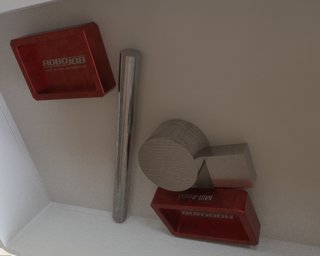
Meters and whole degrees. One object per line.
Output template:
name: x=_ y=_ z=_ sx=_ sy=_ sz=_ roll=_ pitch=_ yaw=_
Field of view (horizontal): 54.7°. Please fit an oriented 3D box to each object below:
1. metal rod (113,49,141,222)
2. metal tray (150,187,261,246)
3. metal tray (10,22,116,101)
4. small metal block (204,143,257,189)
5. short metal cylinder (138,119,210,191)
metal rod: x=-0.053 y=0.032 z=0.454 sx=0.025 sy=0.025 sz=0.298 roll=20 pitch=126 yaw=16
metal tray: x=0.063 y=0.121 z=0.430 sx=0.130 sy=0.030 sz=0.090 roll=-4 pitch=133 yaw=29
metal tray: x=-0.132 y=-0.086 z=0.419 sx=0.130 sy=0.030 sz=0.089 roll=0 pitch=119 yaw=27
small metal block: x=0.089 y=0.049 z=0.391 sx=0.050 sy=0.025 sz=0.050 roll=-8 pitch=115 yaw=31
short metal cylinder: x=0.019 y=0.035 z=0.403 sx=0.080 sy=0.050 sz=0.079 roll=13 pitch=124 yaw=21
